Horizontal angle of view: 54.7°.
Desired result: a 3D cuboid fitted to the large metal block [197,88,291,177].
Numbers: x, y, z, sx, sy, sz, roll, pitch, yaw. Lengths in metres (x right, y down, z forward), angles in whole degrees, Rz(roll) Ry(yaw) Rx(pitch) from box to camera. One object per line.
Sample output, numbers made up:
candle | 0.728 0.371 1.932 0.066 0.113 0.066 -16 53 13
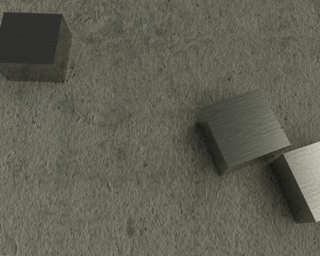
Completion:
large metal block | 0.102 0.006 0.393 0.080 0.050 0.080 -19 71 -7

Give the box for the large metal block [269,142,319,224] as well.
large metal block | 0.193 0.062 0.373 0.080 0.050 0.080 -17 71 -6

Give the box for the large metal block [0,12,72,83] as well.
large metal block | -0.175 -0.112 0.434 0.080 0.050 0.080 2 70 0
